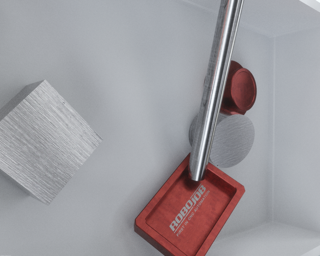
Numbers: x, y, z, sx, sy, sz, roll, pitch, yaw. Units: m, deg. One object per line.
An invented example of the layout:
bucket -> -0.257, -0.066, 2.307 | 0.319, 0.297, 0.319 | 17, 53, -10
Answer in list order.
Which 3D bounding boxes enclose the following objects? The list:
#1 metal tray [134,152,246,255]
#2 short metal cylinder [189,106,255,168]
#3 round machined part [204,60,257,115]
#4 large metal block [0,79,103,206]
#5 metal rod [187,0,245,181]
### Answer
metal tray -> 0.040, 0.104, 0.403 | 0.090, 0.030, 0.131 | 35, 59, 14
short metal cylinder -> 0.089, 0.011, 0.451 | 0.081, 0.050, 0.079 | -10, 112, -25
round machined part -> 0.119, -0.060, 0.498 | 0.099, 0.042, 0.097 | 0, 90, -40
large metal block -> -0.117, 0.013, 0.294 | 0.080, 0.050, 0.080 | 51, 60, -28
metal rod -> 0.070, -0.073, 0.366 | 0.025, 0.025, 0.298 | -9, 117, -40
